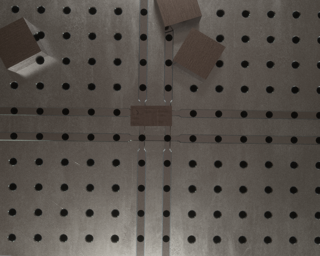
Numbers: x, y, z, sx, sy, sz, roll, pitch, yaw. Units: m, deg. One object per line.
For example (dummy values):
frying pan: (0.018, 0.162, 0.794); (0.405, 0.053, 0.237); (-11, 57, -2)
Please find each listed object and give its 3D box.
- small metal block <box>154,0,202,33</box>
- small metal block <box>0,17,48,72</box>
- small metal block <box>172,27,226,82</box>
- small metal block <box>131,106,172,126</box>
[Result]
small metal block: (0.023, -0.162, 0.414); (0.050, 0.025, 0.050); (-17, 90, -1)
small metal block: (-0.187, -0.109, 0.411); (0.050, 0.025, 0.050); (-28, 90, -1)
small metal block: (0.051, -0.097, 0.414); (0.050, 0.025, 0.050); (31, 90, -1)
small metal block: (-0.011, -0.015, 0.401); (0.050, 0.050, 0.025); (0, 90, -1)
